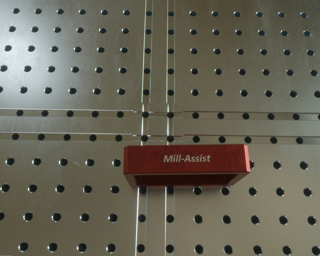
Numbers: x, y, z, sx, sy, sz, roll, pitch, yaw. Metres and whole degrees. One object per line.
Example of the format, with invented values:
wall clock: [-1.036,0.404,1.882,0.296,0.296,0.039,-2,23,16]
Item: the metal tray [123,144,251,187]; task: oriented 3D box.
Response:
metal tray: [0.028,0.046,0.360,0.131,0.090,0.030,-1,70,0]
